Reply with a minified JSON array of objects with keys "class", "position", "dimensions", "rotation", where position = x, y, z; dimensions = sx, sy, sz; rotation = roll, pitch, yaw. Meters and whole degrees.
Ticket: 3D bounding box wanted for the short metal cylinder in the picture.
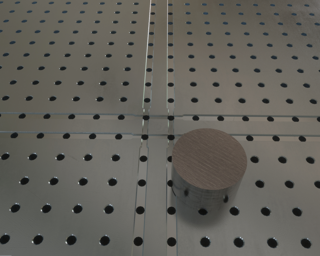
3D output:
[{"class":"short metal cylinder","position":[0.053,0.047,0.353],"dimensions":[0.080,0.050,0.080],"rotation":[0,50,0]}]
